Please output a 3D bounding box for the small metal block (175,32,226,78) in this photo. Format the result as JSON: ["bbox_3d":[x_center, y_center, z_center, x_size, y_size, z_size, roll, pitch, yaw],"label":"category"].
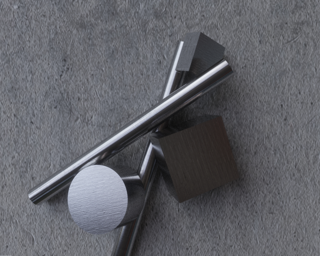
[{"bbox_3d":[0.053,-0.089,0.399,0.050,0.025,0.050,17,90,-40],"label":"small metal block"}]

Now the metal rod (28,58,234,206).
[{"bbox_3d":[-0.041,0.009,0.393,0.300,0.025,0.025,-34,90,6],"label":"metal rod"}]

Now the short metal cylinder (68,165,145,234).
[{"bbox_3d":[-0.065,0.086,0.385,0.080,0.050,0.080,-2,83,20],"label":"short metal cylinder"}]

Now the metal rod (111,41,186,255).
[{"bbox_3d":[-0.010,0.033,0.410,0.025,0.025,0.298,17,90,0],"label":"metal rod"}]

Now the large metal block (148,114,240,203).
[{"bbox_3d":[0.041,0.034,0.384,0.081,0.050,0.080,-20,99,-13],"label":"large metal block"}]
